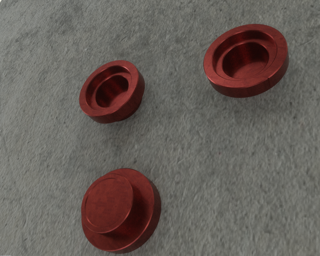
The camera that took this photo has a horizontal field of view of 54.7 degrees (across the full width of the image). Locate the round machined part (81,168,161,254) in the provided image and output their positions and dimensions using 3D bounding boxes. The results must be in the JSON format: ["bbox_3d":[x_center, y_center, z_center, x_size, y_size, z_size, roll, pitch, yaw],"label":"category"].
[{"bbox_3d":[-0.052,0.092,0.362,0.098,0.042,0.098,-13,56,20],"label":"round machined part"}]

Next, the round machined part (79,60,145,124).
[{"bbox_3d":[-0.066,-0.048,0.455,0.098,0.042,0.098,-13,56,20],"label":"round machined part"}]

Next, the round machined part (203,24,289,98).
[{"bbox_3d":[0.107,-0.077,0.384,0.098,0.042,0.098,-13,56,20],"label":"round machined part"}]
